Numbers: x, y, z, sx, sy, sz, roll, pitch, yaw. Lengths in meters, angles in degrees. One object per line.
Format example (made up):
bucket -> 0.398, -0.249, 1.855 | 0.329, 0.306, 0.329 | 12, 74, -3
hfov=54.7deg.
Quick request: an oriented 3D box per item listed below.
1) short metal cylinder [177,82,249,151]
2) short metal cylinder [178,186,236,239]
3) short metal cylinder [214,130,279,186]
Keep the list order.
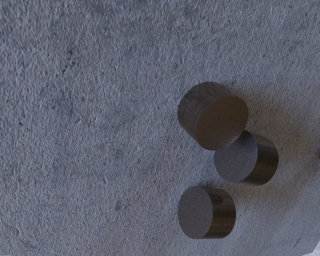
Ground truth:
short metal cylinder -> 0.071, -0.016, 0.419 | 0.081, 0.050, 0.079 | -14, 124, -21
short metal cylinder -> 0.074, 0.135, 0.495 | 0.050, 0.080, 0.080 | 14, 111, -34
short metal cylinder -> 0.129, 0.045, 0.470 | 0.050, 0.080, 0.080 | 16, 110, -35
